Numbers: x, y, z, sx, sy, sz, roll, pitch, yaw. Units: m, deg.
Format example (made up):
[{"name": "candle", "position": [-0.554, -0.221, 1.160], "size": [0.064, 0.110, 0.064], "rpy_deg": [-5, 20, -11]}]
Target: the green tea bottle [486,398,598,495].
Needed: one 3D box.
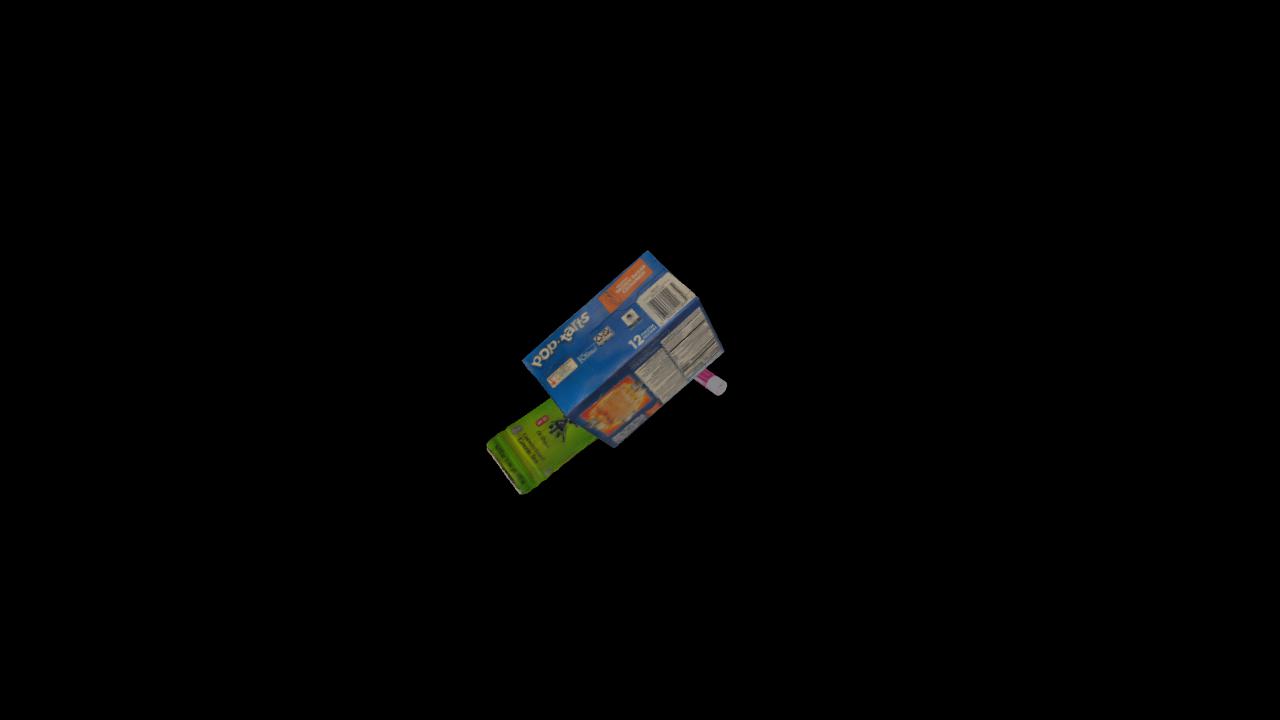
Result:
[{"name": "green tea bottle", "position": [-0.060, 0.054, 0.660], "size": [0.212, 0.073, 0.073], "rpy_deg": [-38, 11, -14]}]

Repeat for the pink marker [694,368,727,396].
[{"name": "pink marker", "position": [0.054, 0.005, 0.728], "size": [0.020, 0.020, 0.121], "rpy_deg": [0, 27, -44]}]

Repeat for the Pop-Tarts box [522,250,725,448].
[{"name": "Pop-Tarts box", "position": [-0.011, -0.005, 0.641], "size": [0.167, 0.083, 0.141], "rpy_deg": [-41, -27, 0]}]
